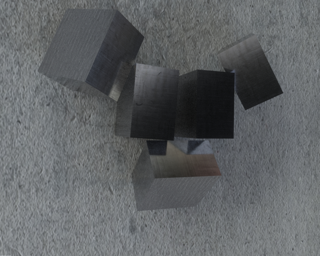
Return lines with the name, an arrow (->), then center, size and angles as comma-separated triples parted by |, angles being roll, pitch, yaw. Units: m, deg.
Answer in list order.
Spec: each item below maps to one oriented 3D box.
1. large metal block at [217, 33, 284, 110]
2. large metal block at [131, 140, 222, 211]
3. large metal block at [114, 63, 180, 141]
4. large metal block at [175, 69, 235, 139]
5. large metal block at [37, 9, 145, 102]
large metal block -> 0.120, -0.079, 0.420 | 0.050, 0.080, 0.080 | -26, 101, 20
large metal block -> 0.016, 0.059, 0.382 | 0.081, 0.079, 0.050 | 1, 51, -20
large metal block -> -0.019, -0.028, 0.375 | 0.050, 0.080, 0.080 | 5, 88, -20
large metal block -> 0.052, -0.028, 0.402 | 0.050, 0.080, 0.079 | 1, 90, -20
large metal block -> -0.076, -0.082, 0.344 | 0.050, 0.080, 0.080 | 32, 77, -54
